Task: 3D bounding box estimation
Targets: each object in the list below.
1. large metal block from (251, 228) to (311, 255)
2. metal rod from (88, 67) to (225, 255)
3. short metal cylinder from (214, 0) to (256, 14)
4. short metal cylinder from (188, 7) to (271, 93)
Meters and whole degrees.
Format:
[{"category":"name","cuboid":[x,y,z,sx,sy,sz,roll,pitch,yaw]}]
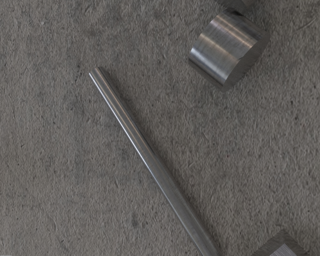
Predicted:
[{"category":"large metal block","cuboid":[0.139,0.176,0.347,0.080,0.050,0.080,46,104,14]},{"category":"metal rod","cuboid":[-0.010,0.044,0.412,0.025,0.025,0.299,-36,79,16]},{"category":"short metal cylinder","cuboid":[0.081,-0.175,0.351,0.080,0.080,0.050,37,102,16]},{"category":"short metal cylinder","cuboid":[0.078,-0.087,0.352,0.050,0.080,0.080,43,103,15]}]
